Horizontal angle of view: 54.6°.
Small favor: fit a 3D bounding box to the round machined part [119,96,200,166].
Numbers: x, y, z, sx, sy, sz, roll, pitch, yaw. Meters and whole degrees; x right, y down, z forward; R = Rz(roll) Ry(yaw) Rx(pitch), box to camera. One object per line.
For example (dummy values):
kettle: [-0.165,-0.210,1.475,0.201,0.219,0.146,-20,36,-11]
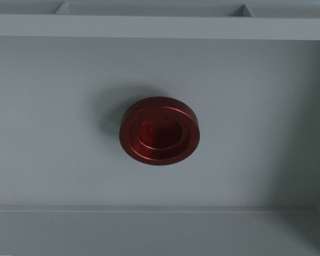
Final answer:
round machined part: [-0.001,0.000,0.393,0.099,0.042,0.097,0,130,0]
